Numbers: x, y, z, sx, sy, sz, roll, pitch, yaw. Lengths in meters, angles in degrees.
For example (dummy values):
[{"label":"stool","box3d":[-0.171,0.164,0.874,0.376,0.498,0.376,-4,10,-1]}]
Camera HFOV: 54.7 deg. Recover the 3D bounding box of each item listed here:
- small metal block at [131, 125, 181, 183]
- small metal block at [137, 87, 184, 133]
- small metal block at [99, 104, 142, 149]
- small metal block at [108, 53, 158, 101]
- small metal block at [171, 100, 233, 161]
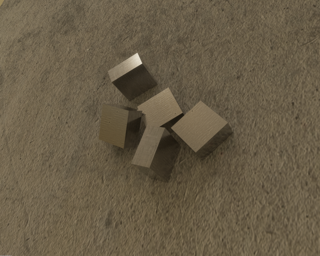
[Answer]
[{"label":"small metal block","box3d":[-0.003,0.032,0.370,0.025,0.050,0.050,8,66,32]},{"label":"small metal block","box3d":[0.004,-0.018,0.413,0.050,0.025,0.050,-31,52,8]},{"label":"small metal block","box3d":[-0.054,-0.004,0.418,0.050,0.025,0.050,16,102,37]},{"label":"small metal block","box3d":[-0.039,-0.073,0.453,0.050,0.050,0.025,-30,52,9]},{"label":"small metal block","box3d":[0.051,0.003,0.376,0.050,0.025,0.050,-43,51,-2]}]
